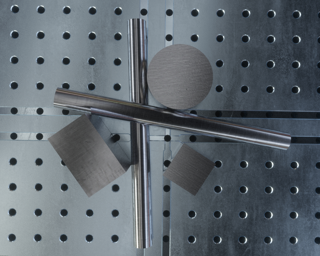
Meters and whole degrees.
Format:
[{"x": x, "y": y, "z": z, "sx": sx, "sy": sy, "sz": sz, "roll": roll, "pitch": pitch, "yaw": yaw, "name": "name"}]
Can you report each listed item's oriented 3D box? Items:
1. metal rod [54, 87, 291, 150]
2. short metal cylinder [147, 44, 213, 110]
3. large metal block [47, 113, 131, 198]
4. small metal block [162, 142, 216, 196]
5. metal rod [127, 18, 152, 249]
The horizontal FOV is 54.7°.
[{"x": 0.022, "y": -0.009, "z": 0.395, "sx": 0.302, "sy": 0.025, "sz": 0.025, "roll": 11, "pitch": 90, "yaw": -8, "name": "metal rod"}, {"x": 0.024, "y": -0.062, "z": 0.401, "sx": 0.081, "sy": 0.050, "sz": 0.079, "roll": 0, "pitch": 90, "yaw": -1, "name": "short metal cylinder"}, {"x": -0.082, "y": 0.030, "z": 0.384, "sx": 0.050, "sy": 0.080, "sz": 0.080, "roll": -35, "pitch": 90, "yaw": 0, "name": "large metal block"}, {"x": 0.038, "y": 0.054, "z": 0.415, "sx": 0.050, "sy": 0.025, "sz": 0.050, "roll": 33, "pitch": 90, "yaw": -1, "name": "small metal block"}, {"x": -0.027, "y": 0.007, "z": 0.413, "sx": 0.025, "sy": 0.025, "sz": 0.298, "roll": -2, "pitch": 90, "yaw": -1, "name": "metal rod"}]
